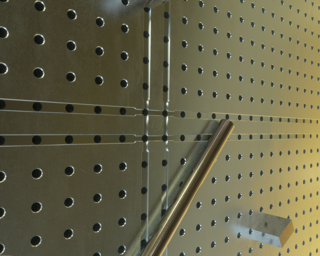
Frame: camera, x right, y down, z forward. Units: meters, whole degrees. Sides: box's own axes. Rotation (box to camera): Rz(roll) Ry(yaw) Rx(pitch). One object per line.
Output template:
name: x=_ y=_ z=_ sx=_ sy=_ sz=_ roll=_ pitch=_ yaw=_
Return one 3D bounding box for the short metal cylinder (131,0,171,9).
short metal cylinder: x=-0.006 y=-0.198 z=0.389 sx=0.081 sy=0.050 sz=0.079 roll=0 pitch=90 yaw=-40

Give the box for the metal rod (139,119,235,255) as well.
metal rod: x=0.031 y=0.104 z=0.437 sx=0.025 sy=0.025 sz=0.301 roll=51 pitch=60 yaw=-28

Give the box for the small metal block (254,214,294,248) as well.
small metal block: x=0.212 y=0.190 z=0.575 sx=0.050 sy=0.050 sz=0.025 roll=-32 pitch=111 yaw=-36
